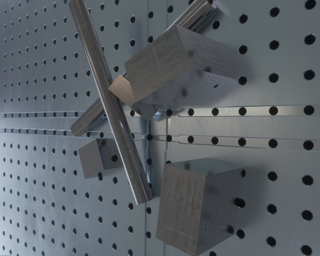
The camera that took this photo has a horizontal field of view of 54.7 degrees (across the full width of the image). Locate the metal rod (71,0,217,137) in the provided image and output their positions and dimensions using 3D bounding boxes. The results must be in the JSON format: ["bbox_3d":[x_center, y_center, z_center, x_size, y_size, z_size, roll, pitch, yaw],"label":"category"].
[{"bbox_3d":[-0.041,-0.073,0.443,0.299,0.025,0.025,-38,67,33],"label":"metal rod"}]

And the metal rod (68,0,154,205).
[{"bbox_3d":[-0.070,-0.040,0.436,0.025,0.025,0.299,-22,85,38],"label":"metal rod"}]

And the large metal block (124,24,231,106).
[{"bbox_3d":[0.020,-0.066,0.357,0.080,0.081,0.050,-28,73,36],"label":"large metal block"}]

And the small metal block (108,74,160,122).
[{"bbox_3d":[-0.034,-0.040,0.418,0.050,0.050,0.025,40,91,32],"label":"small metal block"}]

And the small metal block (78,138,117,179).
[{"bbox_3d":[-0.100,0.049,0.493,0.050,0.025,0.050,-28,73,36],"label":"small metal block"}]

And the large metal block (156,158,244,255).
[{"bbox_3d":[0.045,0.080,0.337,0.050,0.081,0.079,11,97,39],"label":"large metal block"}]
